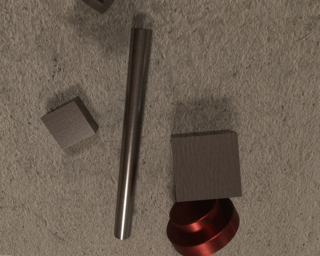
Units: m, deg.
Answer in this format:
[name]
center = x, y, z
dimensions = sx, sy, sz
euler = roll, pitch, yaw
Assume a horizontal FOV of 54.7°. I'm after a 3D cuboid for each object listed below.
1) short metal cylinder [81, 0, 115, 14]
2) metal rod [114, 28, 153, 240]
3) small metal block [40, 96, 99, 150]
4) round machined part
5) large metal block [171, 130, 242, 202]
[short metal cylinder]
center = -0.061, -0.167, 0.318
dimensions = 0.050, 0.080, 0.080
euler = 33, 107, -12
[metal rod]
center = -0.039, 0.021, 0.417
dimensions = 0.025, 0.025, 0.298
euler = 6, 110, -3
[small metal block]
center = -0.117, -0.007, 0.406
dimensions = 0.050, 0.025, 0.050
euler = -27, 108, 9
[round machined part]
center = 0.052, 0.120, 0.416
dimensions = 0.098, 0.098, 0.042
euler = -25, 109, 9
[large metal block]
center = 0.058, 0.047, 0.404
dimensions = 0.080, 0.050, 0.079
euler = -5, 94, 1
